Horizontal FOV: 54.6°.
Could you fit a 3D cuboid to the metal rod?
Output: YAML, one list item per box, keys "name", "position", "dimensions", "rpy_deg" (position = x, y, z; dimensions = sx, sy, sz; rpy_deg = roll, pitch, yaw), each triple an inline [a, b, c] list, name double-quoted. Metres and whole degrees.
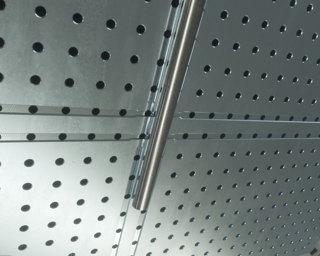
- name: "metal rod"
  position: [0.005, -0.015, 0.404]
  dimensions: [0.025, 0.025, 0.298]
  rpy_deg: [0, 118, -29]
